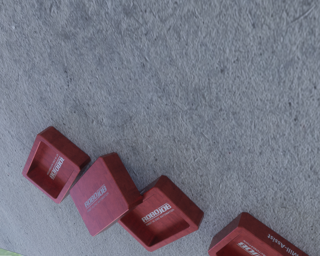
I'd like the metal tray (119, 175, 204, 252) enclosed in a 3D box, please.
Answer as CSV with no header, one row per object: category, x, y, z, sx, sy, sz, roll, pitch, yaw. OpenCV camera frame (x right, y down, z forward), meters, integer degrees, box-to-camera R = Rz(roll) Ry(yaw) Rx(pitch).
metal tray,-0.005,0.140,0.492,0.090,0.030,0.129,45,129,-4

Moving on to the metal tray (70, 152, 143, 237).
metal tray,-0.091,0.109,0.498,0.129,0.030,0.090,-45,71,39

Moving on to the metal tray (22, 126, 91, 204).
metal tray,-0.185,0.068,0.542,0.090,0.030,0.129,39,129,1

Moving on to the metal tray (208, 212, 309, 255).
metal tray,0.146,0.188,0.442,0.130,0.030,0.089,35,129,5
